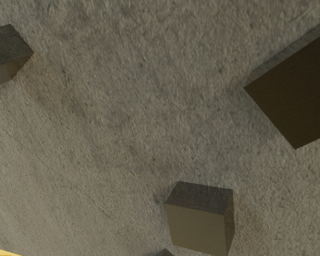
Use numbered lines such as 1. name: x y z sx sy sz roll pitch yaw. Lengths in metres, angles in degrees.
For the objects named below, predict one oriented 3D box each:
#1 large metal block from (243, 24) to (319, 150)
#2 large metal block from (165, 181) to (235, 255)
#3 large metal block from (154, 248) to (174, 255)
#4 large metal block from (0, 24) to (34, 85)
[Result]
1. large metal block: 0.141 -0.039 0.292 0.080 0.050 0.080 49 128 -7
2. large metal block: 0.059 0.128 0.438 0.080 0.050 0.079 5 121 25
3. large metal block: 0.009 0.274 0.554 0.080 0.050 0.080 41 129 -1
4. large metal block: -0.242 -0.094 0.437 0.080 0.080 0.050 -30 102 37
